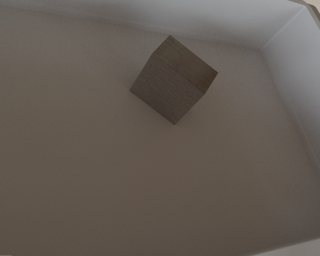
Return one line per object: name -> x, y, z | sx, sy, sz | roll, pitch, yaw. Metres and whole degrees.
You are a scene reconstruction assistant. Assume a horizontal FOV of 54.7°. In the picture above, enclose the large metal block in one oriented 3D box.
large metal block -> 0.017, -0.062, 0.419 | 0.080, 0.080, 0.050 | 37, 51, -4
